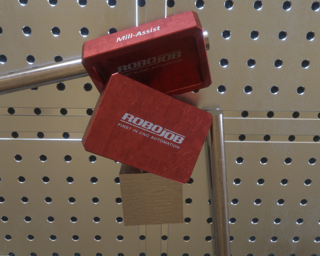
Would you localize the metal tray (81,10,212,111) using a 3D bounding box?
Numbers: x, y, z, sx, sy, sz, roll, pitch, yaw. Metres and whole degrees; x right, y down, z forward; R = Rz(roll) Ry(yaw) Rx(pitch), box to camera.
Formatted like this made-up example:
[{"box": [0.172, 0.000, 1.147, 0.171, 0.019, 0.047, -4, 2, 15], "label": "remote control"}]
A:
[{"box": [-0.012, -0.072, 0.358, 0.131, 0.030, 0.090, -14, 141, 7], "label": "metal tray"}]

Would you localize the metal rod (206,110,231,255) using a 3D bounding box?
[{"box": [0.088, 0.118, 0.458, 0.025, 0.025, 0.298, -7, 110, 2], "label": "metal rod"}]

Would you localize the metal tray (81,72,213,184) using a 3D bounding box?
[{"box": [-0.013, 0.002, 0.360, 0.131, 0.030, 0.090, 22, 88, -19], "label": "metal tray"}]

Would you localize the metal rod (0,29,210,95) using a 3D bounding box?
[{"box": [-0.090, -0.077, 0.383, 0.302, 0.025, 0.025, -11, 110, 3], "label": "metal rod"}]

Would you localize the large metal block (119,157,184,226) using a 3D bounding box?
[{"box": [-0.010, 0.086, 0.432, 0.081, 0.050, 0.079, -3, 110, 0], "label": "large metal block"}]
